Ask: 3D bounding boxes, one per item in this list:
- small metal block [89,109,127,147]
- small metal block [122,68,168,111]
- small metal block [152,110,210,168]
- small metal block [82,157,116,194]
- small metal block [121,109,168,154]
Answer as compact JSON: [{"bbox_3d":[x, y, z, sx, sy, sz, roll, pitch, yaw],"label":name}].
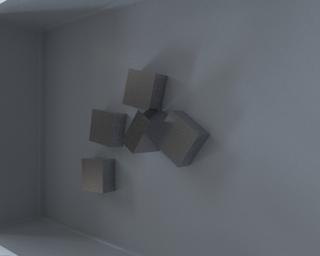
[{"bbox_3d":[-0.079,-0.001,0.470,0.050,0.025,0.050,12,98,39],"label":"small metal block"},{"bbox_3d":[-0.021,-0.052,0.422,0.050,0.025,0.050,18,102,38],"label":"small metal block"},{"bbox_3d":[0.025,0.013,0.384,0.050,0.025,0.050,44,116,31],"label":"small metal block"},{"bbox_3d":[-0.096,0.073,0.484,0.050,0.025,0.050,-2,89,39],"label":"small metal block"},{"bbox_3d":[-0.014,0.005,0.400,0.025,0.050,0.050,44,116,31],"label":"small metal block"}]
